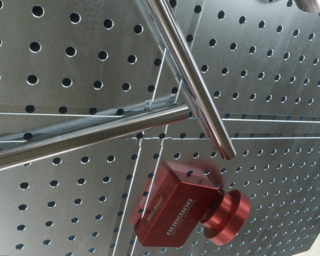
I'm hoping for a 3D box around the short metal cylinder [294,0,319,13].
[{"bbox_3d":[0.194,-0.187,0.368,0.080,0.080,0.050,-49,129,6],"label":"short metal cylinder"}]

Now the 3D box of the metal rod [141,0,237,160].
[{"bbox_3d":[0.047,-0.055,0.404,0.025,0.025,0.299,-37,130,-4],"label":"metal rod"}]

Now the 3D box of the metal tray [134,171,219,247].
[{"bbox_3d":[0.027,0.137,0.510,0.091,0.030,0.129,18,109,-36],"label":"metal tray"}]

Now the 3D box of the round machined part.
[{"bbox_3d":[0.104,0.144,0.526,0.042,0.098,0.098,37,99,-2],"label":"round machined part"}]

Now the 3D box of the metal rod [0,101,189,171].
[{"bbox_3d":[-0.104,0.015,0.364,0.302,0.025,0.025,-16,125,-20],"label":"metal rod"}]
